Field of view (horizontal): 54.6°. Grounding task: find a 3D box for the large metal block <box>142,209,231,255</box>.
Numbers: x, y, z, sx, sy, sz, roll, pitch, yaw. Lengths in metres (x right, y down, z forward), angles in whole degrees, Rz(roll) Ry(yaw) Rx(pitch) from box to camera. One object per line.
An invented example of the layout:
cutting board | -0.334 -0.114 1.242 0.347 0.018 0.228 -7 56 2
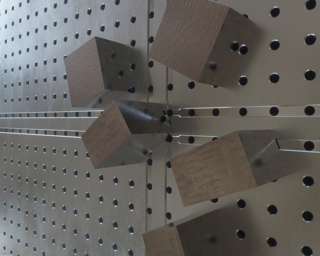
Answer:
large metal block | 0.035 0.144 0.345 0.050 0.081 0.080 -27 73 37

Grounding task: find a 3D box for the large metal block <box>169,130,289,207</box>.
large metal block | 0.071 0.040 0.316 0.080 0.081 0.050 -27 73 37

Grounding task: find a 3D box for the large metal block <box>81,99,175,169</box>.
large metal block | -0.042 0.009 0.410 0.080 0.081 0.050 -42 65 32

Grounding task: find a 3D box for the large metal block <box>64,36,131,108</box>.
large metal block | -0.097 -0.081 0.475 0.080 0.050 0.080 -20 78 38

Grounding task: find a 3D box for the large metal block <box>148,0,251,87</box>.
large metal block | 0.043 -0.102 0.358 0.080 0.050 0.080 35 111 34
